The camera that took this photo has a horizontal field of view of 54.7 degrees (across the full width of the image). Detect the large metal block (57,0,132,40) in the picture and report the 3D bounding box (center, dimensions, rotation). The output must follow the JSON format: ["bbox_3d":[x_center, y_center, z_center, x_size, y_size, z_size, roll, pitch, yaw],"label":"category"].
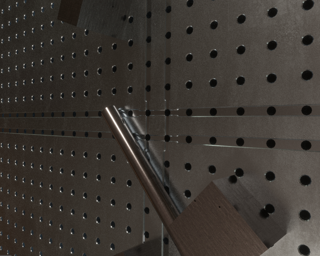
[{"bbox_3d":[-0.090,-0.181,0.446,0.050,0.081,0.079,29,108,36],"label":"large metal block"}]

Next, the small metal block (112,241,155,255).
[{"bbox_3d":[-0.031,0.187,0.416,0.025,0.050,0.050,-33,70,35],"label":"small metal block"}]

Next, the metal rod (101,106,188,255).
[{"bbox_3d":[-0.003,0.089,0.409,0.025,0.025,0.299,-47,62,29],"label":"metal rod"}]

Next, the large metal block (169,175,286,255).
[{"bbox_3d":[0.070,0.110,0.334,0.080,0.050,0.080,51,120,27],"label":"large metal block"}]
